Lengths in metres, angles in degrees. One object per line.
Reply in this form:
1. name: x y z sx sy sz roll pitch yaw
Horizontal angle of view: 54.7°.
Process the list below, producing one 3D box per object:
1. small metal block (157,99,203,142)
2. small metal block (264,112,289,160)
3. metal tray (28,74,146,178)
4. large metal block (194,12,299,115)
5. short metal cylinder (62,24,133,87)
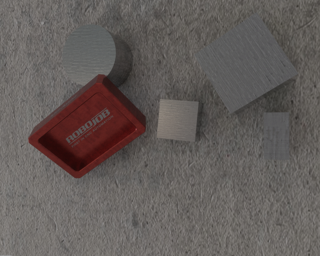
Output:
1. small metal block: 0.026 -0.010 0.400 0.050 0.025 0.050 6 92 19
2. small metal block: 0.131 0.008 0.349 0.025 0.050 0.050 0 90 20
3. metal tray: -0.095 0.002 0.413 0.130 0.030 0.090 -35 117 16
4. large metal block: 0.099 -0.070 0.361 0.080 0.050 0.080 -32 80 17
5. short metal cylinder: -0.085 -0.095 0.425 0.080 0.050 0.079 0 90 20
